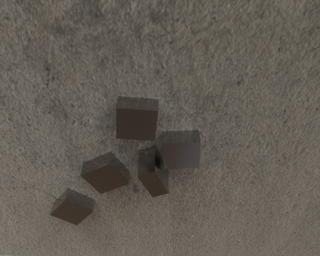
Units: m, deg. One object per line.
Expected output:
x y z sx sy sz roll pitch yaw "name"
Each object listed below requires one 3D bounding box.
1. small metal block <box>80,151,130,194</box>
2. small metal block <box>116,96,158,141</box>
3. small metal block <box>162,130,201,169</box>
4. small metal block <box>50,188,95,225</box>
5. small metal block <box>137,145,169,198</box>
-0.081 0.068 0.464 0.050 0.025 0.050 -23 127 17 "small metal block"
-0.030 -0.011 0.397 0.050 0.025 0.050 4 130 -4 "small metal block"
0.030 0.031 0.434 0.050 0.025 0.050 -2 130 1 "small metal block"
-0.146 0.133 0.518 0.050 0.025 0.050 32 123 -25 "small metal block"
-0.009 0.062 0.444 0.025 0.050 0.050 -18 128 14 "small metal block"
